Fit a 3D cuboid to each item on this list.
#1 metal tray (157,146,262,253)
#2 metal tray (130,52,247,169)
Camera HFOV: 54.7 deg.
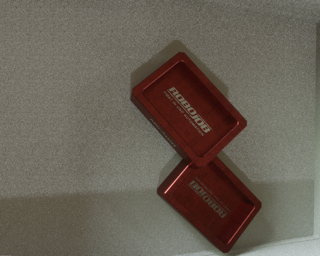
[{"bbox_3d":[0.071,0.099,0.434,0.130,0.030,0.090,45,76,-15],"label":"metal tray"},{"bbox_3d":[0.037,-0.023,0.403,0.090,0.030,0.130,-41,88,-15],"label":"metal tray"}]
